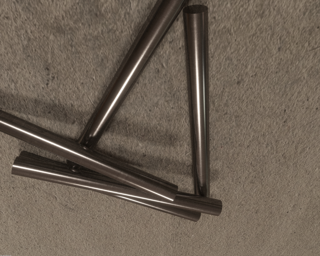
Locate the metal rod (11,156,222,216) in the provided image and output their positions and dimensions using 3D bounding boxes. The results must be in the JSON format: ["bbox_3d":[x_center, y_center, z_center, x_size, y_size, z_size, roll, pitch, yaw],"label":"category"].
[{"bbox_3d":[-0.052,0.087,0.448,0.302,0.025,0.025,14,129,-12],"label":"metal rod"}]

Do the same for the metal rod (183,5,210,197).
[{"bbox_3d":[0.051,-0.005,0.403,0.025,0.025,0.298,-5,130,4],"label":"metal rod"}]

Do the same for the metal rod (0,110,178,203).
[{"bbox_3d":[-0.117,0.028,0.398,0.301,0.025,0.025,25,126,-9],"label":"metal rod"}]

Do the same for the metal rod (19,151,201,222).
[{"bbox_3d":[-0.069,0.097,0.488,0.302,0.025,0.025,22,127,-18],"label":"metal rod"}]

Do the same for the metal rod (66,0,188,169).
[{"bbox_3d":[-0.047,-0.049,0.364,0.025,0.025,0.298,24,126,-20],"label":"metal rod"}]
